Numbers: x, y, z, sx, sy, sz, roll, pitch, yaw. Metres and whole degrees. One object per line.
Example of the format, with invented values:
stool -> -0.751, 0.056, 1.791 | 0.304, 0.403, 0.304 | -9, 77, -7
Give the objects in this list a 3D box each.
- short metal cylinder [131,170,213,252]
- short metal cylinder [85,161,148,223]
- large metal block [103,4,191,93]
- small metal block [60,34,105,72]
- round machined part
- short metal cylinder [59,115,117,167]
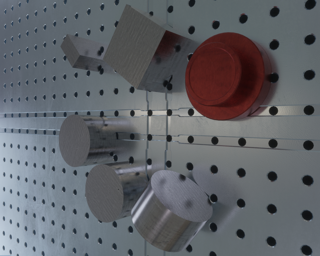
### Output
short metal cylinder -> 0.014, 0.095, 0.362 | 0.080, 0.081, 0.050 | 45, 117, 30
short metal cylinder -> -0.062, 0.089, 0.444 | 0.080, 0.050, 0.080 | 0, 90, 40
large metal block -> -0.020, -0.103, 0.410 | 0.080, 0.050, 0.080 | 43, 116, 31
small metal block -> -0.122, -0.119, 0.494 | 0.025, 0.050, 0.050 | -49, 61, 29
round machined part -> 0.067, -0.057, 0.343 | 0.098, 0.042, 0.097 | 0, 90, 40
short metal cylinder -> -0.115, 0.019, 0.488 | 0.080, 0.050, 0.080 | 0, 90, 40
